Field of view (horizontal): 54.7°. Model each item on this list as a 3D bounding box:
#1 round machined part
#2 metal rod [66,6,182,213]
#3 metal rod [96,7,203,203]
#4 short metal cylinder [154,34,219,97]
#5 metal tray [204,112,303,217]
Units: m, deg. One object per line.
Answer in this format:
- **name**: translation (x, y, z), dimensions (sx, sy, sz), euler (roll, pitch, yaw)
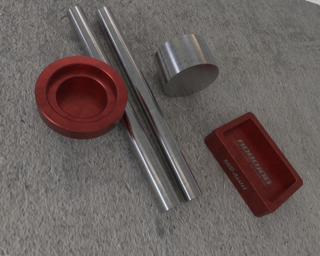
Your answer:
- **round machined part**: translation (-0.090, -0.031, 0.357), dimensions (0.099, 0.042, 0.098), euler (7, 62, -14)
- **metal rod**: translation (-0.053, -0.035, 0.396), dimensions (0.025, 0.025, 0.299), euler (-16, 70, -34)
- **metal rod**: translation (-0.022, -0.043, 0.417), dimensions (0.025, 0.025, 0.299), euler (-14, 69, -34)
- **short metal cylinder**: translation (0.037, -0.086, 0.441), dimensions (0.081, 0.080, 0.050), euler (-6, 65, -31)
- **metal tray**: translation (0.134, 0.048, 0.443), dimensions (0.091, 0.030, 0.130), euler (-24, 75, -36)
